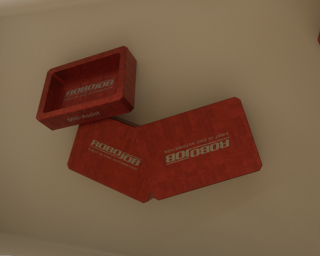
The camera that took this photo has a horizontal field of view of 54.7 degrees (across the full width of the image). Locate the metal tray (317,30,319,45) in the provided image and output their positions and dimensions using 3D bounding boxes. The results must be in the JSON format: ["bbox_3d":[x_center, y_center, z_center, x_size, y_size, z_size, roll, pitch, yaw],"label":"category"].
[{"bbox_3d":[0.194,-0.100,0.274,0.030,0.130,0.090,-35,60,-1],"label":"metal tray"}]

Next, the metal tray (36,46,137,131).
[{"bbox_3d":[-0.098,-0.053,0.419,0.130,0.030,0.090,-12,57,19],"label":"metal tray"}]

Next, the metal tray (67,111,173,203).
[{"bbox_3d":[-0.056,0.035,0.427,0.130,0.030,0.089,20,97,18],"label":"metal tray"}]

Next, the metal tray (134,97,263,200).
[{"bbox_3d":[0.044,0.025,0.374,0.131,0.030,0.090,-17,85,3],"label":"metal tray"}]
